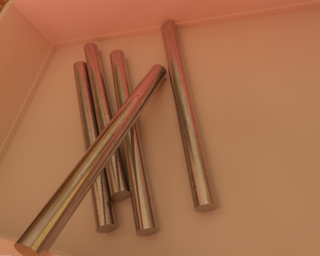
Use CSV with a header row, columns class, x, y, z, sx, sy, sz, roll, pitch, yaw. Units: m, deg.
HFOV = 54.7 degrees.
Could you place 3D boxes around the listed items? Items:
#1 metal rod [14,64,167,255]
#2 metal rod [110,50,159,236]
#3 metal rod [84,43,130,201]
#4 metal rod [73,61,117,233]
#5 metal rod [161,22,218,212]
class,x,y,z,sx,sy,sz,roll,pitch,yaw
metal rod,-0.053,0.007,0.352,0.025,0.025,0.301,-3,36,27
metal rod,-0.042,-0.003,0.429,0.025,0.025,0.299,-24,53,14
metal rod,-0.086,-0.030,0.469,0.025,0.025,0.299,-27,52,11
metal rod,-0.101,0.005,0.455,0.025,0.025,0.299,-27,52,11
metal rod,0.031,-0.038,0.412,0.025,0.025,0.299,-20,54,16
